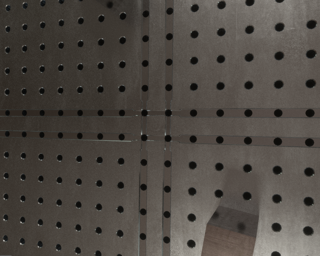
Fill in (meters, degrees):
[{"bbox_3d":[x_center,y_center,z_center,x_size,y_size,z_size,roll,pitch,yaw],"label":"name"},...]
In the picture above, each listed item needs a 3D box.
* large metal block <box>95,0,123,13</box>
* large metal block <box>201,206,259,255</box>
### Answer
[{"bbox_3d":[-0.093,-0.211,0.415,0.080,0.080,0.050,44,104,14],"label":"large metal block"},{"bbox_3d":[0.079,0.144,0.355,0.050,0.080,0.079,11,94,19],"label":"large metal block"}]
